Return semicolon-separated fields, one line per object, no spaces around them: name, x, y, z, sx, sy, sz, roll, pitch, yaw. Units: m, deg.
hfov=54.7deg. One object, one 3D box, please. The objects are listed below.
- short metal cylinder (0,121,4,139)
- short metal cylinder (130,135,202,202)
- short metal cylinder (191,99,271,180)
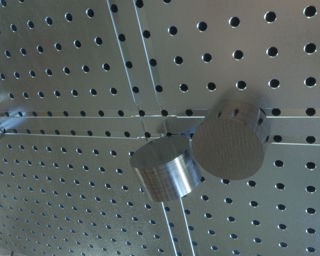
short metal cylinder;-0.340;0.001;0.571;0.080;0.050;0.079;13;124;20
short metal cylinder;0.008;0.050;0.401;0.080;0.080;0.050;-8;114;31
short metal cylinder;0.083;0.013;0.359;0.080;0.050;0.079;13;124;20
